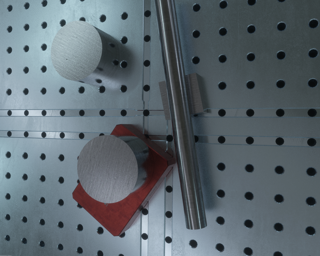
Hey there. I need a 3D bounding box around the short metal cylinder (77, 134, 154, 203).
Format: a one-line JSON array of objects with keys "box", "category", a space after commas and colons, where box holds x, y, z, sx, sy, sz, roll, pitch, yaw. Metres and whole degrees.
[{"box": [-0.054, 0.048, 0.386, 0.080, 0.050, 0.079, 0, 90, 20], "category": "short metal cylinder"}]

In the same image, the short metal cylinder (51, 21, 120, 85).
[{"box": [-0.104, -0.103, 0.436, 0.080, 0.050, 0.079, 0, 90, 20], "category": "short metal cylinder"}]

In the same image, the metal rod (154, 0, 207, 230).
[{"box": [0.023, -0.030, 0.377, 0.025, 0.025, 0.298, -9, 87, 20], "category": "metal rod"}]

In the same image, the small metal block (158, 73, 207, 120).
[{"box": [0.030, -0.040, 0.402, 0.050, 0.025, 0.050, -12, 86, 19], "category": "small metal block"}]

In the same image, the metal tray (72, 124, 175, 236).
[{"box": [-0.052, 0.070, 0.428, 0.090, 0.030, 0.129, 37, 102, 16], "category": "metal tray"}]
